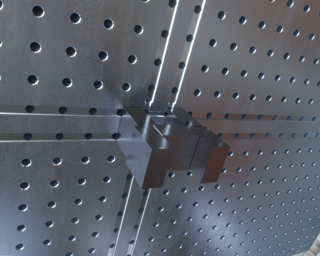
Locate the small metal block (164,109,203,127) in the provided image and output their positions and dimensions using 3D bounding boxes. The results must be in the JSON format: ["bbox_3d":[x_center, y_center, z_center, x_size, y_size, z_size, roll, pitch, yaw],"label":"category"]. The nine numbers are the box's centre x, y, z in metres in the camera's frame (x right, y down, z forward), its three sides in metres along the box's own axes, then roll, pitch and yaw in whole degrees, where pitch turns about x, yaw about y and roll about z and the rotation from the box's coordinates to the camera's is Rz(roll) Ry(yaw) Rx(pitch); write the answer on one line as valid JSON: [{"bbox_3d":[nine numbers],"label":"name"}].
[{"bbox_3d":[0.027,0.008,0.416,0.025,0.050,0.050,-1,119,-29],"label":"small metal block"}]

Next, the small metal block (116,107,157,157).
[{"bbox_3d":[-0.030,0.008,0.384,0.025,0.050,0.050,1,118,-29],"label":"small metal block"}]

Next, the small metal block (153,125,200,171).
[{"bbox_3d":[0.014,0.024,0.371,0.050,0.025,0.050,1,118,-29],"label":"small metal block"}]

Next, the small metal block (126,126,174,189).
[{"bbox_3d":[-0.013,0.031,0.342,0.025,0.050,0.050,1,118,-29],"label":"small metal block"}]

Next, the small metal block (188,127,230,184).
[{"bbox_3d":[0.053,0.032,0.379,0.025,0.050,0.050,1,118,-29],"label":"small metal block"}]
